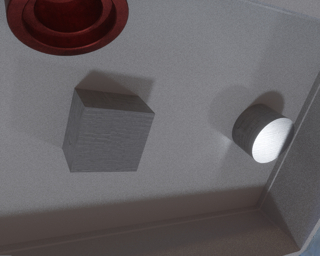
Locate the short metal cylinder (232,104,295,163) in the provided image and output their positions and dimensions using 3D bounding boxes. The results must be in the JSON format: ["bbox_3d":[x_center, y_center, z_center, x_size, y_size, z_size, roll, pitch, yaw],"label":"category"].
[{"bbox_3d":[0.162,0.008,0.489,0.081,0.050,0.079,-14,125,-21],"label":"short metal cylinder"}]

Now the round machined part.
[{"bbox_3d":[-0.080,-0.109,0.267,0.099,0.042,0.098,-15,160,-5],"label":"round machined part"}]

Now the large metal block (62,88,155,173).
[{"bbox_3d":[-0.062,0.004,0.362,0.081,0.050,0.079,4,117,-31],"label":"large metal block"}]
